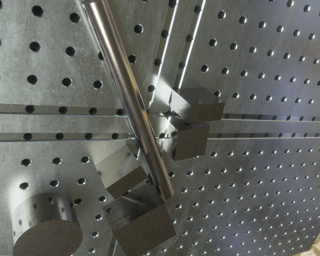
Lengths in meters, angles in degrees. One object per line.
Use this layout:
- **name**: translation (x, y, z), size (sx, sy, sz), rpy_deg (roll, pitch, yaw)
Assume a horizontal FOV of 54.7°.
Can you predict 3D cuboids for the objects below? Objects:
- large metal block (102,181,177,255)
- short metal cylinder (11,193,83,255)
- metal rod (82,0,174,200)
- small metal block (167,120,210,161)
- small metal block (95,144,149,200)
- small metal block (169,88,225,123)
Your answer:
- **large metal block**: translation (-0.030, 0.141, 0.468), size (0.080, 0.050, 0.080), rpy_deg (-27, 128, -12)
- **short metal cylinder**: translation (-0.145, 0.130, 0.397), size (0.081, 0.050, 0.079), rpy_deg (-14, 125, -21)
- **metal rod**: translation (-0.027, -0.012, 0.390), size (0.025, 0.025, 0.299), rpy_deg (-27, 128, -12)
- **small metal block**: translation (0.040, 0.016, 0.445), size (0.050, 0.025, 0.050), rpy_deg (-9, 123, -24)
- **small metal block**: translation (-0.051, 0.056, 0.403), size (0.050, 0.050, 0.025), rpy_deg (-34, 129, -7)
- **small metal block**: translation (0.047, -0.031, 0.404), size (0.050, 0.050, 0.025), rpy_deg (-6, 121, -26)
